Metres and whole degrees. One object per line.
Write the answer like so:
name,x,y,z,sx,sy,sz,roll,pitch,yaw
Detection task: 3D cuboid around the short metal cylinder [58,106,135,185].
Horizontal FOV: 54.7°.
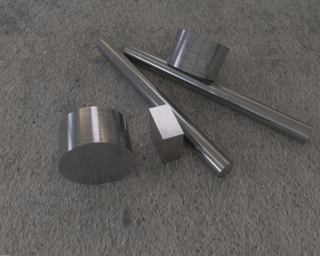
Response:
short metal cylinder,-0.072,0.021,0.349,0.081,0.080,0.050,-9,51,-7

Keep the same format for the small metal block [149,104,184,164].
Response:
small metal block,0.007,0.007,0.381,0.025,0.050,0.050,-15,52,-13

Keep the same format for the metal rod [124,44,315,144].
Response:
metal rod,0.070,-0.058,0.452,0.300,0.025,0.025,29,56,22

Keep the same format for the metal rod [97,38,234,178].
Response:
metal rod,-0.008,-0.045,0.440,0.025,0.025,0.300,-28,56,-22

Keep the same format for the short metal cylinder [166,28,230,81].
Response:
short metal cylinder,0.055,-0.108,0.453,0.080,0.050,0.080,20,17,-6
